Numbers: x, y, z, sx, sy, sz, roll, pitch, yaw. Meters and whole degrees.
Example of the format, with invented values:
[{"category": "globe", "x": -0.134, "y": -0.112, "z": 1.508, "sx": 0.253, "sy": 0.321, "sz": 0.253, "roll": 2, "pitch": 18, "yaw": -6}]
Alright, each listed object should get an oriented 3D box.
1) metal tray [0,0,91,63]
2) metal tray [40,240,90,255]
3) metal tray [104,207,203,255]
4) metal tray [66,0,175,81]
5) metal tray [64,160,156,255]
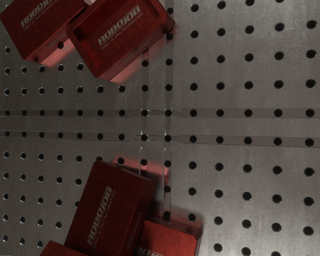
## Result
[{"category": "metal tray", "x": -0.172, "y": -0.173, "z": 0.469, "sx": 0.130, "sy": 0.030, "sz": 0.090, "roll": -35, "pitch": 79, "yaw": 16}, {"category": "metal tray", "x": -0.084, "y": 0.195, "z": 0.399, "sx": 0.130, "sy": 0.090, "sz": 0.030, "roll": 8, "pitch": 50, "yaw": 27}, {"category": "metal tray", "x": -0.017, "y": 0.164, "z": 0.415, "sx": 0.130, "sy": 0.030, "sz": 0.089, "roll": 12, "pitch": 94, "yaw": 19}, {"category": "metal tray", "x": -0.057, "y": -0.140, "z": 0.428, "sx": 0.130, "sy": 0.030, "sz": 0.090, "roll": -36, "pitch": 79, "yaw": 16}, {"category": "metal tray", "x": -0.068, "y": 0.117, "z": 0.409, "sx": 0.090, "sy": 0.030, "sz": 0.129, "roll": 17, "pitch": 85, "yaw": 34}]
